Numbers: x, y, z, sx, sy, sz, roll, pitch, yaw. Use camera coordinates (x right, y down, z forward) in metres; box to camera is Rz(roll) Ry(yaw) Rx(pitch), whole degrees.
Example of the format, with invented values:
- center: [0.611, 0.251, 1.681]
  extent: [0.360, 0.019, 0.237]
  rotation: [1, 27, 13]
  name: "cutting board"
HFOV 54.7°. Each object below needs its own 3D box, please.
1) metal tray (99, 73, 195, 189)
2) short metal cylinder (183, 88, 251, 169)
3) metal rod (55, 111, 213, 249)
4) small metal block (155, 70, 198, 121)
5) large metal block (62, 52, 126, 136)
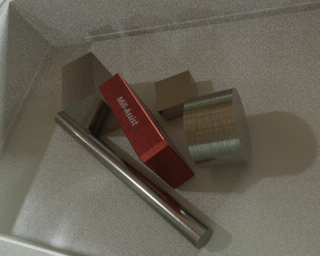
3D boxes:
- center: [-0.017, 0.002, 0.367]
  extent: [0.030, 0.090, 0.130]
  rotation: [-37, 51, 3]
  name: "metal tray"
- center: [0.063, 0.001, 0.334]
  extent: [0.050, 0.080, 0.080]
  rotation: [-11, 57, 23]
  name: "short metal cylinder"
- center: [-0.055, 0.048, 0.402]
  extent: [0.300, 0.025, 0.025]
  rotation: [32, 80, 37]
  name: "metal rod"
- center: [0.023, -0.044, 0.416]
  extent: [0.050, 0.025, 0.050]
  rotation: [-18, 55, 17]
  name: "small metal block"
- center: [-0.094, -0.047, 0.444]
  extent: [0.050, 0.080, 0.080]
  rotation: [-24, 53, 14]
  name: "large metal block"
